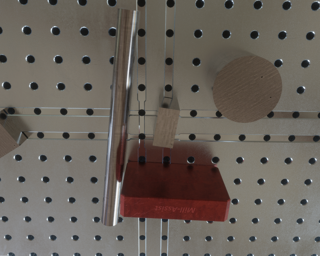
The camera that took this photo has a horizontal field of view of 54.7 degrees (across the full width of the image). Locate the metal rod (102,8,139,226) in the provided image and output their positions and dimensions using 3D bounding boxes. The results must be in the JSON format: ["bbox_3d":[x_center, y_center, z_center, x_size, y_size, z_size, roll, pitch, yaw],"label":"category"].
[{"bbox_3d":[-0.056,0.000,0.412,0.025,0.025,0.298,7,110,-3],"label":"metal rod"}]

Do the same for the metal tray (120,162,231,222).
[{"bbox_3d":[0.018,0.081,0.408,0.131,0.090,0.030,3,110,-2],"label":"metal tray"}]

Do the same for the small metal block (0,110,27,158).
[{"bbox_3d":[-0.219,0.012,0.415,0.050,0.025,0.050,-31,108,10],"label":"small metal block"}]

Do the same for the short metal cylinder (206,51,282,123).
[{"bbox_3d":[0.101,-0.052,0.382,0.081,0.050,0.079,0,110,-1],"label":"short metal cylinder"}]

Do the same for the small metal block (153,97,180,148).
[{"bbox_3d":[0.007,-0.008,0.397,0.025,0.050,0.050,9,110,-4],"label":"small metal block"}]
